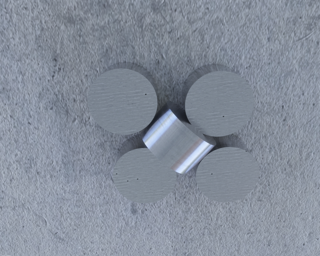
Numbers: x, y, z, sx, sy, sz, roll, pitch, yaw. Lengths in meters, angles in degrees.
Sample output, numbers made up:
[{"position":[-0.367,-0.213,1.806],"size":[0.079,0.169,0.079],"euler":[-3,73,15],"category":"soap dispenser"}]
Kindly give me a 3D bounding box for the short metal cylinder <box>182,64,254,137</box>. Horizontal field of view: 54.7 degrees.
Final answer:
[{"position":[0.069,-0.035,0.384],"size":[0.081,0.050,0.079],"euler":[0,110,-1],"category":"short metal cylinder"}]

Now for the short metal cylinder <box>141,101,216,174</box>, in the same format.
[{"position":[0.023,0.011,0.386],"size":[0.080,0.080,0.050],"euler":[38,106,-13],"category":"short metal cylinder"}]

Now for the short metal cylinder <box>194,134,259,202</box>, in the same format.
[{"position":[0.086,0.052,0.417],"size":[0.081,0.050,0.079],"euler":[0,110,-1],"category":"short metal cylinder"}]

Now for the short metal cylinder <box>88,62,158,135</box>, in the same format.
[{"position":[-0.043,-0.038,0.382],"size":[0.081,0.050,0.079],"euler":[0,110,-1],"category":"short metal cylinder"}]

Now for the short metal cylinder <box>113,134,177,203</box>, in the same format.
[{"position":[-0.019,0.053,0.416],"size":[0.081,0.050,0.079],"euler":[0,110,-1],"category":"short metal cylinder"}]
